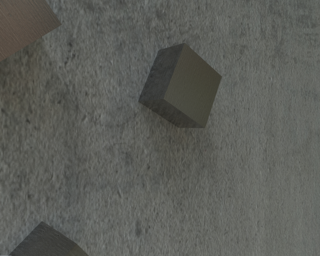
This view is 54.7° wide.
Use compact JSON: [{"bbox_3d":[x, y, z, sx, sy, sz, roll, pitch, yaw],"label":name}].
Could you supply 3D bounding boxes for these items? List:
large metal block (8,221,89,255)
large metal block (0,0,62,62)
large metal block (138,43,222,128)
[{"bbox_3d":[-0.107,0.141,0.281,0.080,0.080,0.050,-48,119,-30],"label":"large metal block"},{"bbox_3d":[-0.149,-0.100,0.264,0.080,0.050,0.080,-47,118,-30],"label":"large metal block"},{"bbox_3d":[0.029,-0.053,0.415,0.080,0.050,0.080,32,70,-36],"label":"large metal block"}]
